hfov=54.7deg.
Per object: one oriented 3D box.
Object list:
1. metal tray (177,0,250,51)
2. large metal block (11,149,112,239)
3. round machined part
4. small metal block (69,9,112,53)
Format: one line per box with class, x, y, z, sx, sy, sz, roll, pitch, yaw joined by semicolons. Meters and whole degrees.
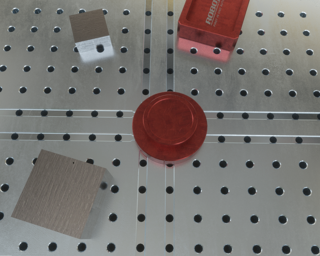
metal tray;0.088;-0.191;0.479;0.090;0.030;0.130;18;71;6
large metal block;-0.112;0.080;0.368;0.080;0.050;0.080;16;71;5
round machined part;0.013;-0.004;0.404;0.099;0.042;0.098;0;70;0
small metal block;-0.104;-0.146;0.464;0.050;0.025;0.050;-15;71;-6
